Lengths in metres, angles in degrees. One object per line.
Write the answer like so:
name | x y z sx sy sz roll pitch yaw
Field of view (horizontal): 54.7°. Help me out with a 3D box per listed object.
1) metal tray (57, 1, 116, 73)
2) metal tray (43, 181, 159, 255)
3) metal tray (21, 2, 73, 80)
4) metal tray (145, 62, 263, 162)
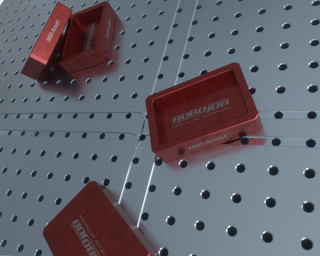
metal tray | -0.134 -0.170 0.577 0.090 0.030 0.130 -12 57 21
metal tray | -0.072 0.135 0.358 0.090 0.030 0.130 -46 52 -4
metal tray | -0.215 -0.164 0.588 0.090 0.030 0.130 -21 47 54
metal tray | 0.050 -0.020 0.389 0.130 0.030 0.090 -20 54 16
